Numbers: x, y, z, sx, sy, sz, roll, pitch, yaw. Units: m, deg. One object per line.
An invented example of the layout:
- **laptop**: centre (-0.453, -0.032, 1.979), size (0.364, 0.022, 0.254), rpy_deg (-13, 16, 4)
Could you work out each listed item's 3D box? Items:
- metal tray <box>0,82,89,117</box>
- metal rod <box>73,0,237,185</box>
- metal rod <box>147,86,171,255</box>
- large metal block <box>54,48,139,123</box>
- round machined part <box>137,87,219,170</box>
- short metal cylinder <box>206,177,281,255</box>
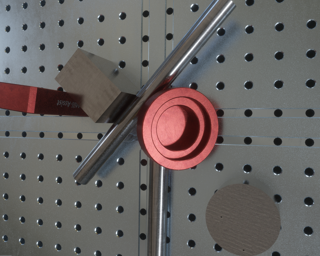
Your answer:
- **metal tray**: centre (-0.158, -0.037, 0.411), size (0.090, 0.130, 0.030), rpy_deg (9, 93, 19)
- **metal rod**: centre (-0.018, -0.036, 0.391), size (0.025, 0.025, 0.299), rpy_deg (46, 108, 14)
- **metal rod**: centre (-0.003, 0.090, 0.412), size (0.025, 0.025, 0.298), rpy_deg (2, 91, 19)
- **large metal block**: centre (-0.074, -0.052, 0.408), size (0.080, 0.080, 0.050), rpy_deg (45, 104, 14)
- **round machined part**: centre (0.018, -0.001, 0.379), size (0.099, 0.042, 0.097), rpy_deg (-3, 97, -21)
- **short metal cylinder**: centre (0.098, 0.101, 0.364), size (0.080, 0.050, 0.079), rpy_deg (0, 90, 19)
